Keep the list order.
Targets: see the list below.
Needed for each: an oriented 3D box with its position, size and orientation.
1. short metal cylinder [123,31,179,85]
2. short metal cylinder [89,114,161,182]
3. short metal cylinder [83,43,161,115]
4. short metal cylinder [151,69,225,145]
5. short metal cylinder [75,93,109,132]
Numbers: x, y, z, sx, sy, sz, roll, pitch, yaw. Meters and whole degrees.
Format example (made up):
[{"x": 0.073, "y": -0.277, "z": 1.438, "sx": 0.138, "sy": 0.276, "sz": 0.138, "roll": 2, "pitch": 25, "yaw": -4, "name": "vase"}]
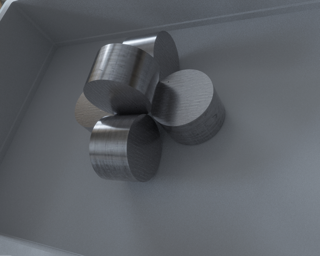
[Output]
[{"x": -0.012, "y": -0.090, "z": 0.429, "sx": 0.050, "sy": 0.080, "sz": 0.080, "roll": -1, "pitch": 61, "yaw": 27, "name": "short metal cylinder"}, {"x": -0.039, "y": 0.024, "z": 0.374, "sx": 0.050, "sy": 0.080, "sz": 0.080, "roll": -1, "pitch": 61, "yaw": 27, "name": "short metal cylinder"}, {"x": -0.044, "y": -0.054, "z": 0.367, "sx": 0.080, "sy": 0.080, "sz": 0.050, "roll": -1, "pitch": 61, "yaw": 28, "name": "short metal cylinder"}, {"x": 0.034, "y": -0.025, "z": 0.384, "sx": 0.080, "sy": 0.050, "sz": 0.080, "roll": -13, "pitch": 56, "yaw": 21, "name": "short metal cylinder"}, {"x": -0.072, "y": -0.024, "z": 0.440, "sx": 0.080, "sy": 0.050, "sz": 0.080, "roll": -13, "pitch": 56, "yaw": 21, "name": "short metal cylinder"}]
